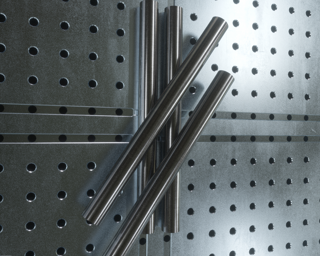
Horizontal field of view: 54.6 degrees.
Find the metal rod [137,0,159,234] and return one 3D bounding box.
[{"bbox_3d":[-0.016,-0.014,0.407,0.025,0.025,0.298,1,90,-20],"label":"metal rod"}]

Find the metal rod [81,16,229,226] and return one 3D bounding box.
[{"bbox_3d":[0.000,-0.017,0.387,0.025,0.025,0.300,37,78,-17],"label":"metal rod"}]

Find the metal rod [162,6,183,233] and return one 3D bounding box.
[{"bbox_3d":[0.017,-0.011,0.419,0.025,0.025,0.298,1,90,-20],"label":"metal rod"}]

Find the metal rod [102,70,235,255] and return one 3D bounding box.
[{"bbox_3d":[0.010,0.053,0.389,0.025,0.025,0.300,36,78,-17],"label":"metal rod"}]
